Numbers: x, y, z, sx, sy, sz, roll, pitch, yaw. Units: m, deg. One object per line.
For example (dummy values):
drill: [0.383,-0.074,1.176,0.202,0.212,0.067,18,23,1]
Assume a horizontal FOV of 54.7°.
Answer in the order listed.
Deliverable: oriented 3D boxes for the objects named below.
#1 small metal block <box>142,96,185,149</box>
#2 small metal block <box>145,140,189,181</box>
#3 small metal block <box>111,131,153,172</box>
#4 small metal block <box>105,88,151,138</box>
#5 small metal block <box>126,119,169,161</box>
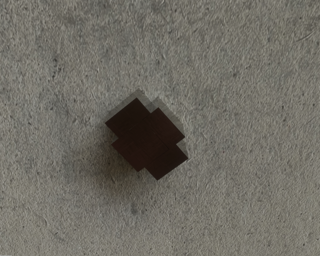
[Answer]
small metal block: [0.005,-0.008,0.394,0.025,0.050,0.050,-39,106,13]
small metal block: [0.008,0.035,0.410,0.050,0.050,0.025,-37,106,12]
small metal block: [-0.034,0.022,0.405,0.025,0.050,0.050,-38,106,12]
small metal block: [-0.038,-0.020,0.389,0.050,0.050,0.025,-37,106,12]
small metal block: [-0.015,0.007,0.399,0.025,0.050,0.050,-38,106,12]
